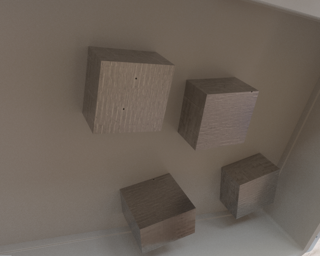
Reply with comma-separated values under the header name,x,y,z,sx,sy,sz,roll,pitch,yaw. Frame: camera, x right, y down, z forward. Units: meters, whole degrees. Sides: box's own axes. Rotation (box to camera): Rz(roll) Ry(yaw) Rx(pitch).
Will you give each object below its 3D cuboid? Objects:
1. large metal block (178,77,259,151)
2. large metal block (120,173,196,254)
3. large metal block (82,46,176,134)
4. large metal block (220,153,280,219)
name,x,y,z,sx,sy,sz,roll,pitch,yaw
large metal block,0.077,-0.021,0.421,0.081,0.050,0.079,-7,122,-25
large metal block,-0.004,0.119,0.444,0.081,0.080,0.050,-15,125,-20
large metal block,-0.037,-0.042,0.346,0.081,0.050,0.079,-2,120,-27
large metal block,0.153,0.100,0.538,0.081,0.050,0.079,-17,125,-19
